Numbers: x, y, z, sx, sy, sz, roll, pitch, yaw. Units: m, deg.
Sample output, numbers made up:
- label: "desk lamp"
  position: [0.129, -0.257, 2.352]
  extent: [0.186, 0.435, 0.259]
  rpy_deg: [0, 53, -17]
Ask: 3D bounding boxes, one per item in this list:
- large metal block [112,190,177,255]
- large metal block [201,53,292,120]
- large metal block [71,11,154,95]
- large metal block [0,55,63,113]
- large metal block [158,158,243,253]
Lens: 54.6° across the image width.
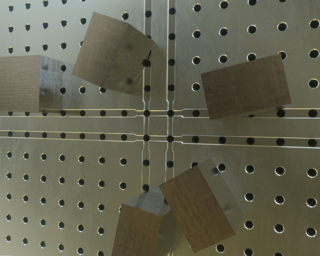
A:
- label: "large metal block"
  position: [-0.015, 0.131, 0.389]
  extent: [0.050, 0.080, 0.080]
  rpy_deg: [13, 95, 19]
- label: "large metal block"
  position: [0.098, -0.041, 0.349]
  extent: [0.080, 0.080, 0.050]
  rpy_deg: [-12, 86, 20]
- label: "large metal block"
  position: [-0.058, -0.093, 0.404]
  extent: [0.050, 0.080, 0.080]
  rpy_deg: [24, 98, 18]
- label: "large metal block"
  position: [-0.197, -0.064, 0.470]
  extent: [0.080, 0.050, 0.080]
  rpy_deg: [2, 91, 20]
- label: "large metal block"
  position: [0.052, 0.086, 0.365]
  extent: [0.050, 0.080, 0.080]
  rpy_deg: [-32, 80, 17]
